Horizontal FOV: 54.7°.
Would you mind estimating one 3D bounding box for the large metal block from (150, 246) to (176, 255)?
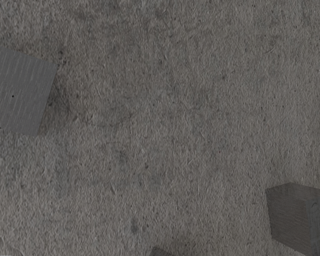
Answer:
[{"bbox_3d":[0.015,0.214,0.402,0.080,0.050,0.080,31,80,-18],"label":"large metal block"}]

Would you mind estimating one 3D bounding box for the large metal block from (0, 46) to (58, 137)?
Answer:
[{"bbox_3d":[-0.163,-0.040,0.335,0.081,0.050,0.080,17,85,-19],"label":"large metal block"}]

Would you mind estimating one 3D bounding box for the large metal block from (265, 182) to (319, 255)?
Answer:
[{"bbox_3d":[0.207,0.131,0.456,0.050,0.080,0.080,-10,94,-20],"label":"large metal block"}]
